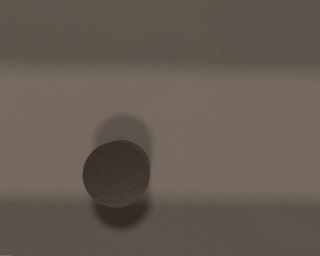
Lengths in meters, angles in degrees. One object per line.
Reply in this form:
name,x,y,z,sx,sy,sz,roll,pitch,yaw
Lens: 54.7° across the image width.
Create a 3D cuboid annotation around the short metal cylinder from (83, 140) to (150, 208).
short metal cylinder,-0.053,0.056,0.398,0.081,0.050,0.079,0,90,-1
